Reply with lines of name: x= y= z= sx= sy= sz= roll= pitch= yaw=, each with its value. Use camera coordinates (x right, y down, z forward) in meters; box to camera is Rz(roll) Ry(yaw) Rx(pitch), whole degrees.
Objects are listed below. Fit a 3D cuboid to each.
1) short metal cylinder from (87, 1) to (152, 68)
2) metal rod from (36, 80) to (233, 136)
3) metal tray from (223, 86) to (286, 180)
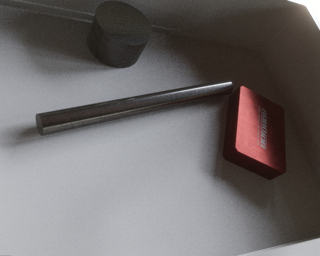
short metal cylinder: x=-0.058 y=-0.133 z=0.440 sx=0.081 sy=0.050 sz=0.080 roll=14 pitch=56 yaw=-21
metal rod: x=-0.010 y=-0.035 z=0.422 sx=0.303 sy=0.025 sz=0.025 roll=-15 pitch=70 yaw=-34
metal tray: x=0.149 y=0.005 z=0.482 sx=0.090 sy=0.030 sz=0.130 roll=25 pitch=53 yaw=-13
